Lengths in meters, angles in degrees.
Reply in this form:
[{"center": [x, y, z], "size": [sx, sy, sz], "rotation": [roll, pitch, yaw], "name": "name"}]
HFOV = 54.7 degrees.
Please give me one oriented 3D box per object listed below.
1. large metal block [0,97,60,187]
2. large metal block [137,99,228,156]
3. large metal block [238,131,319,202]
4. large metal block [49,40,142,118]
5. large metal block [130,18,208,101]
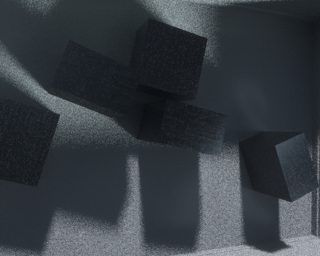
[{"center": [-0.162, 0.012, 0.337], "size": [0.081, 0.050, 0.080], "rotation": [18, 84, -20], "name": "large metal block"}, {"center": [0.025, 0.000, 0.392], "size": [0.081, 0.080, 0.050], "rotation": [14, 86, -20], "name": "large metal block"}, {"center": [0.168, 0.051, 0.445], "size": [0.050, 0.080, 0.080], "rotation": [-21, 98, -19], "name": "large metal block"}, {"center": [-0.077, -0.050, 0.354], "size": [0.080, 0.080, 0.050], "rotation": [22, 83, -19], "name": "large metal block"}, {"center": [0.007, -0.084, 0.401], "size": [0.081, 0.050, 0.080], "rotation": [13, 86, -20], "name": "large metal block"}]
